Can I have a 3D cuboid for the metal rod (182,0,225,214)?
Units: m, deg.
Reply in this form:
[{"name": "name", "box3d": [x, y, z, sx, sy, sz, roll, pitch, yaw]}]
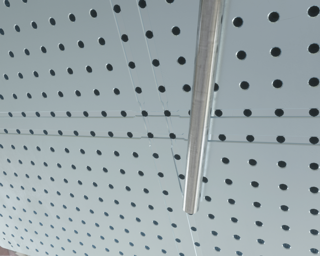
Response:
[{"name": "metal rod", "box3d": [0.049, -0.008, 0.380, 0.025, 0.025, 0.298, 15, 125, 20]}]
